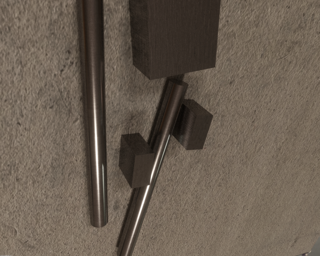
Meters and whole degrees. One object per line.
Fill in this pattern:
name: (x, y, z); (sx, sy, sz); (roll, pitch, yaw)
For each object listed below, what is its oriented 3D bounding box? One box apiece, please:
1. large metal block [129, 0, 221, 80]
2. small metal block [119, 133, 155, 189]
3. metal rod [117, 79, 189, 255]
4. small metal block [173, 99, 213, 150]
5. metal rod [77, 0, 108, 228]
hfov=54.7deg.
large metal block: (0.015, -0.105, 0.335); (0.081, 0.050, 0.079); (-15, 125, -21)
small metal block: (-0.032, 0.041, 0.400); (0.025, 0.050, 0.050); (-6, 121, -26)
metal rod: (-0.017, 0.074, 0.444); (0.025, 0.025, 0.298); (3, 117, -30)
small metal block: (0.040, -0.005, 0.411); (0.025, 0.050, 0.050); (-1, 119, -29)
metal rod: (-0.077, 0.004, 0.368); (0.025, 0.025, 0.298); (-10, 123, -24)
